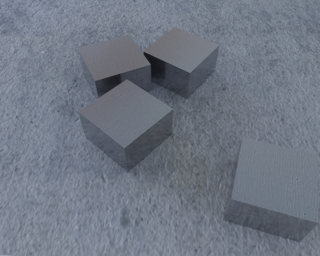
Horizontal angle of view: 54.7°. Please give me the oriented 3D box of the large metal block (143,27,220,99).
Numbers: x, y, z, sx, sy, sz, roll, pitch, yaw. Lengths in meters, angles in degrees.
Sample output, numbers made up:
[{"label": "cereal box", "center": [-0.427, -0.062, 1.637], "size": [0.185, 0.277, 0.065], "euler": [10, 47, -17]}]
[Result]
[{"label": "large metal block", "center": [0.032, -0.101, 0.472], "size": [0.080, 0.050, 0.080], "euler": [30, 56, 22]}]

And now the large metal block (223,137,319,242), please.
[{"label": "large metal block", "center": [0.119, 0.065, 0.334], "size": [0.080, 0.050, 0.080], "euler": [14, 51, 11]}]

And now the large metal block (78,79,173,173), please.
[{"label": "large metal block", "center": [-0.041, -0.005, 0.391], "size": [0.080, 0.050, 0.080], "euler": [35, 58, 25]}]

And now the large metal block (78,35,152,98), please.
[{"label": "large metal block", "center": [-0.066, -0.086, 0.459], "size": [0.081, 0.050, 0.080], "euler": [-20, 53, -16]}]
